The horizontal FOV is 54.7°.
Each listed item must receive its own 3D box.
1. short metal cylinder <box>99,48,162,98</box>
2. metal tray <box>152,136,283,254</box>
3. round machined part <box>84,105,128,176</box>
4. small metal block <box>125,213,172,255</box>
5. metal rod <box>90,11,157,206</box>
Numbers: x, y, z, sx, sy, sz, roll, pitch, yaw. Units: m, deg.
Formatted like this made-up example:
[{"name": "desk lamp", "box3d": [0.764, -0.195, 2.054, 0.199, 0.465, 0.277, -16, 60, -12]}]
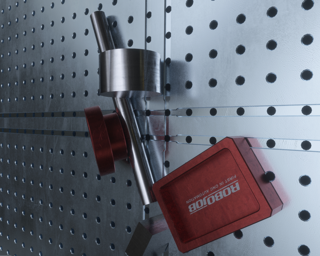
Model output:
[{"name": "short metal cylinder", "box3d": [-0.038, -0.068, 0.403, 0.080, 0.081, 0.050, -2, 89, 39]}, {"name": "metal tray", "box3d": [0.058, 0.078, 0.356, 0.130, 0.030, 0.090, -38, 67, 33]}, {"name": "round machined part", "box3d": [-0.075, 0.015, 0.437, 0.098, 0.042, 0.097, 167, 89, -77]}, {"name": "small metal block", "box3d": [-0.011, 0.142, 0.400, 0.025, 0.050, 0.050, 36, 112, 34]}, {"name": "metal rod", "box3d": [-0.055, -0.037, 0.452, 0.025, 0.025, 0.299, -27, 73, 36]}]
